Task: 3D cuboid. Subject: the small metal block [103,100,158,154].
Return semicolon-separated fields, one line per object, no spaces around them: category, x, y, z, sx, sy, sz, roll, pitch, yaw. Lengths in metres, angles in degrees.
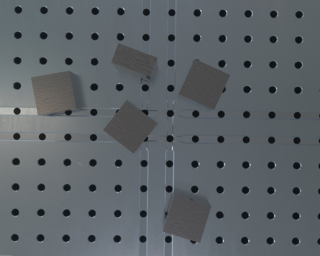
small metal block;-0.038;-0.002;0.413;0.050;0.025;0.050;38;90;0

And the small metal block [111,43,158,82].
small metal block;-0.031;-0.083;0.401;0.050;0.050;0.025;20;90;0

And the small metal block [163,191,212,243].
small metal block;0.035;0.118;0.414;0.050;0.025;0.050;17;90;0

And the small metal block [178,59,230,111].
small metal block;0.058;-0.056;0.414;0.050;0.025;0.050;25;90;0

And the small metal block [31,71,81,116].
small metal block;-0.137;-0.045;0.413;0.050;0.025;0.050;-10;90;0
